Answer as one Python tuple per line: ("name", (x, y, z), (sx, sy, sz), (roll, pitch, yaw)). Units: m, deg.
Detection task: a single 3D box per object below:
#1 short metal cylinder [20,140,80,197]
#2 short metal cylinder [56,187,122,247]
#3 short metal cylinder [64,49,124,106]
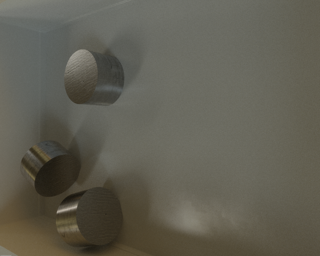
("short metal cylinder", (-0.183, 0.067, 0.518), (0.050, 0.081, 0.079), (31, 109, 35))
("short metal cylinder", (-0.102, 0.131, 0.453), (0.050, 0.081, 0.080), (-22, 76, 37))
("short metal cylinder", (-0.101, -0.075, 0.471), (0.080, 0.050, 0.079), (0, 90, 39))
